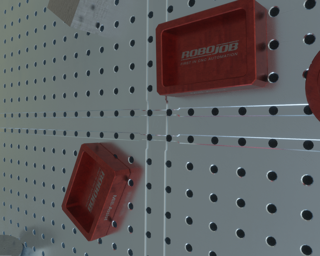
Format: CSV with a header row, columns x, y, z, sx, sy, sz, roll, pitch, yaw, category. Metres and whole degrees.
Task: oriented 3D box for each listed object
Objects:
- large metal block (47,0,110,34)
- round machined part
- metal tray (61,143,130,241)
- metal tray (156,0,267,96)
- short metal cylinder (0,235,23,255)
x,y,z,sx,sy,sz,roll,pitch,yaw,category
-0.129,-0.210,0.500,0.080,0.050,0.080,42,116,31,large metal block
0.172,-0.038,0.256,0.098,0.042,0.097,0,90,40,round machined part
-0.106,0.100,0.493,0.090,0.030,0.129,34,111,34,metal tray
0.054,-0.087,0.361,0.130,0.030,0.089,-2,89,40,metal tray
-0.337,0.272,0.652,0.080,0.081,0.050,30,109,36,short metal cylinder
